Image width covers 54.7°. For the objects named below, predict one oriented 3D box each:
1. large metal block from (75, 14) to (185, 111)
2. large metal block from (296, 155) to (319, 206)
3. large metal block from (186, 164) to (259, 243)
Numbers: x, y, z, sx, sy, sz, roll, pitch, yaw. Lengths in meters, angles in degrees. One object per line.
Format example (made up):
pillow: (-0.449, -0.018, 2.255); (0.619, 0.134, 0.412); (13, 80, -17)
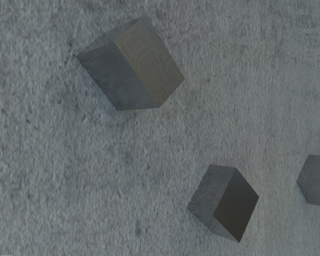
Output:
large metal block: (-0.033, -0.067, 0.343); (0.050, 0.080, 0.080); (-50, 120, -28)
large metal block: (0.357, 0.118, 0.693); (0.080, 0.050, 0.080); (-51, 121, -28)
large metal block: (0.099, 0.114, 0.474); (0.080, 0.050, 0.080); (48, 61, -30)
